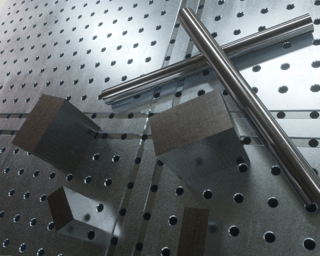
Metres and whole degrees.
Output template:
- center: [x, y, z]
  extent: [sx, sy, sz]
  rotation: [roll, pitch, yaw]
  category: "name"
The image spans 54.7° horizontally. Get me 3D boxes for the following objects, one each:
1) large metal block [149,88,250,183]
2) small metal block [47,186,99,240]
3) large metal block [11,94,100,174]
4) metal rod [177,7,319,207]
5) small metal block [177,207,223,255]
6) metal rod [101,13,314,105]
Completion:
- center: [0.045, 0.013, 0.342]
  extent: [0.080, 0.080, 0.050]
  rotation: [-22, 54, 15]
  category: "large metal block"
- center: [-0.108, 0.106, 0.384]
  extent: [0.025, 0.050, 0.050]
  rotation: [-38, 51, 3]
  category: "small metal block"
- center: [-0.146, 0.009, 0.444]
  extent: [0.050, 0.080, 0.080]
  rotation: [13, 69, 33]
  category: "large metal block"
- center: [0.092, -0.047, 0.366]
  extent: [0.025, 0.025, 0.299]
  rotation: [-31, 58, 8]
  category: "metal rod"
- center: [0.041, 0.110, 0.303]
  extent: [0.025, 0.050, 0.050]
  rotation: [-2, 61, 27]
  category: "small metal block"
- center: [0.053, -0.090, 0.435]
  extent: [0.301, 0.025, 0.025]
  rotation: [-17, 55, 18]
  category: "metal rod"
